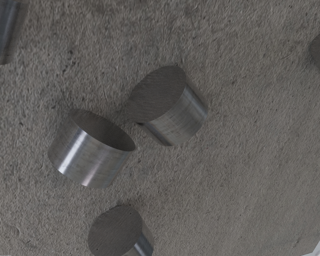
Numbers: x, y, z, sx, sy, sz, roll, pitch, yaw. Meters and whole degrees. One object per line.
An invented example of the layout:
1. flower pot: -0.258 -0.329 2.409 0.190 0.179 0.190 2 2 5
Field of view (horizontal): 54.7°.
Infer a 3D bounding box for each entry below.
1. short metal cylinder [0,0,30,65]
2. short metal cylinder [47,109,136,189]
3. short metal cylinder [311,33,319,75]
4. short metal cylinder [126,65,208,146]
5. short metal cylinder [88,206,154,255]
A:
1. short metal cylinder: -0.148 -0.088 0.235 0.081 0.080 0.050 14 111 -34
2. short metal cylinder: -0.075 0.022 0.344 0.080 0.080 0.050 24 105 -37
3. short metal cylinder: 0.269 -0.109 0.451 0.080 0.080 0.050 -44 129 2
4. short metal cylinder: 0.008 -0.026 0.360 0.080 0.080 0.050 -44 129 2
5. short metal cylinder: -0.054 0.159 0.440 0.080 0.080 0.050 -30 129 -9
